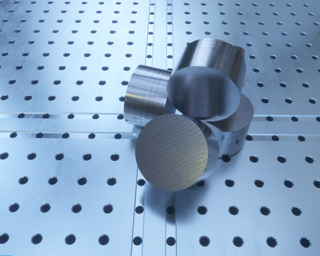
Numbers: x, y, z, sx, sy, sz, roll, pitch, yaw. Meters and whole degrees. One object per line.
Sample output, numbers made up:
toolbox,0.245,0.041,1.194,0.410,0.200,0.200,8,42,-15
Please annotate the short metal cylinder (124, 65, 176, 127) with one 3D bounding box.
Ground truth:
short metal cylinder,-0.008,-0.038,0.403,0.050,0.080,0.080,15,52,12

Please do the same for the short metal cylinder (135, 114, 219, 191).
short metal cylinder,0.020,0.026,0.342,0.080,0.050,0.080,-1,87,23

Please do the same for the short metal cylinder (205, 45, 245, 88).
short metal cylinder,0.076,-0.081,0.431,0.080,0.080,0.050,2,90,1

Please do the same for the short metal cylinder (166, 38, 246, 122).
short metal cylinder,0.053,-0.053,0.350,0.080,0.080,0.050,14,51,11

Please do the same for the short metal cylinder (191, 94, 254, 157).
short metal cylinder,0.074,-0.009,0.398,0.081,0.050,0.080,0,49,0
